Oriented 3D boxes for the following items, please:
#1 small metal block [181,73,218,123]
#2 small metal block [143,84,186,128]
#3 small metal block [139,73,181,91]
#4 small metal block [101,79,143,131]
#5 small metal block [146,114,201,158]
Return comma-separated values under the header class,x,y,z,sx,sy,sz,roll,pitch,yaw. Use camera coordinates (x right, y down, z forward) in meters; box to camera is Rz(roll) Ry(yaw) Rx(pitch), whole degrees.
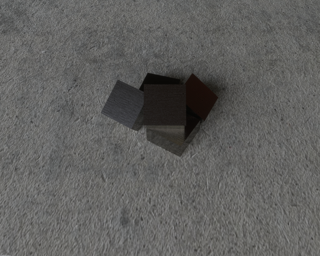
class,x,y,z,sx,sy,sz,roll,pitch,yaw
small metal block,0.045,-0.038,0.423,0.050,0.025,0.050,41,54,-10
small metal block,0.006,-0.026,0.379,0.050,0.025,0.050,0,83,0
small metal block,-0.002,-0.050,0.447,0.050,0.025,0.050,14,51,11
small metal block,-0.042,-0.030,0.414,0.050,0.025,0.050,27,91,19
small metal block,0.017,0.003,0.403,0.050,0.025,0.050,26,55,20
